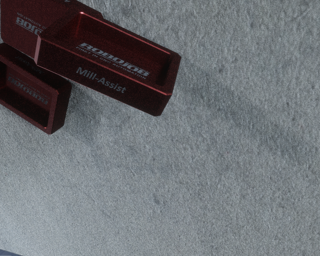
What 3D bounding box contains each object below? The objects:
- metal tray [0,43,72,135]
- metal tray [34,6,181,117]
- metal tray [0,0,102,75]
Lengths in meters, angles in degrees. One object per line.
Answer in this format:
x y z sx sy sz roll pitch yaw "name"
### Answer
-0.202 -0.059 0.471 0.130 0.030 0.089 31 128 7 "metal tray"
-0.047 -0.072 0.322 0.131 0.090 0.030 23 129 -7 "metal tray"
-0.142 -0.128 0.397 0.130 0.030 0.089 29 128 9 "metal tray"
